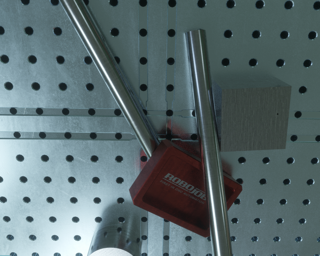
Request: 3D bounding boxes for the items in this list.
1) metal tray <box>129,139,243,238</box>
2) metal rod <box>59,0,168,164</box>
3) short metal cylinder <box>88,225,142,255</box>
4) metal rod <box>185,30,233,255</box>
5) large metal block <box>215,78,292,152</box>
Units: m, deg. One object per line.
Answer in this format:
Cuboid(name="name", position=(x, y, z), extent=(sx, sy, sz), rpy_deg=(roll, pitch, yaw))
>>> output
Cuboid(name="metal tray", position=(0.036, 0.084, 0.421), extent=(0.131, 0.030, 0.090), rpy_deg=(31, 96, -21))
Cuboid(name="metal rod", position=(-0.064, -0.074, 0.385), extent=(0.025, 0.025, 0.299), rpy_deg=(-25, 108, 9))
Cuboid(name="short metal cylinder", position=(-0.070, 0.197, 0.472), extent=(0.081, 0.050, 0.079), rpy_deg=(0, 110, 0))
Cuboid(name="metal rod", position=(0.063, 0.032, 0.387), extent=(0.025, 0.025, 0.298), rpy_deg=(-8, 96, 2))
Cuboid(name="large metal block", position=(0.114, -0.018, 0.394), extent=(0.080, 0.050, 0.079), rpy_deg=(-3, 110, 1))
